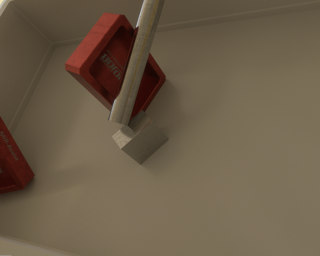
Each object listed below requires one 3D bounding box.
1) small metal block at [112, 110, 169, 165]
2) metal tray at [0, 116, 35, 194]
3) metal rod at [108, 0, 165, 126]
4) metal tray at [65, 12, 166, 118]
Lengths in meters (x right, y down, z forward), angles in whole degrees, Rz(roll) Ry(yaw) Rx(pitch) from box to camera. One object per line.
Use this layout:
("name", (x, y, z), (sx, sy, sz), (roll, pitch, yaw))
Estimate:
("small metal block", (-0.024, 0.013, 0.393), (0.050, 0.050, 0.025), (-42, 51, -1))
("metal tray", (-0.254, 0.036, 0.446), (0.090, 0.129, 0.030), (-14, 23, 16))
("metal rod", (-0.009, -0.149, 0.379), (0.025, 0.025, 0.298), (14, 87, 33))
("metal tray", (-0.051, -0.072, 0.408), (0.030, 0.130, 0.090), (23, 74, 36))
